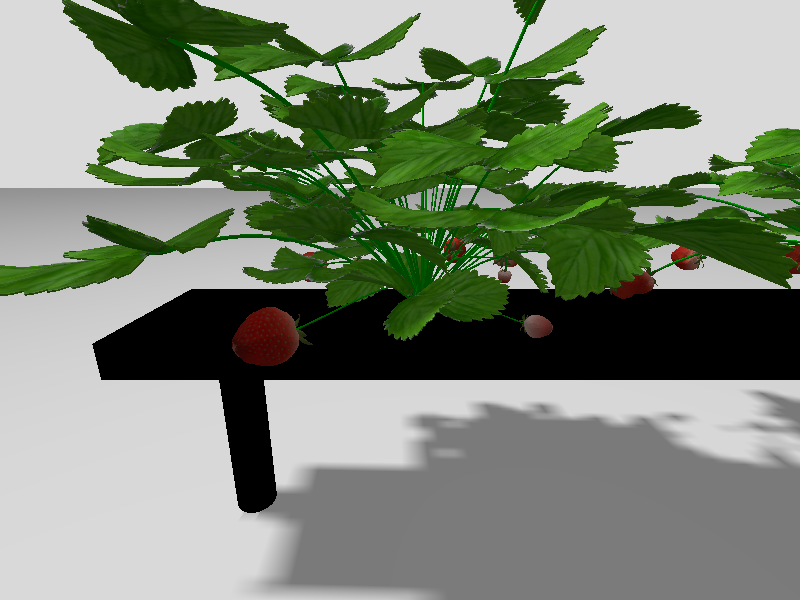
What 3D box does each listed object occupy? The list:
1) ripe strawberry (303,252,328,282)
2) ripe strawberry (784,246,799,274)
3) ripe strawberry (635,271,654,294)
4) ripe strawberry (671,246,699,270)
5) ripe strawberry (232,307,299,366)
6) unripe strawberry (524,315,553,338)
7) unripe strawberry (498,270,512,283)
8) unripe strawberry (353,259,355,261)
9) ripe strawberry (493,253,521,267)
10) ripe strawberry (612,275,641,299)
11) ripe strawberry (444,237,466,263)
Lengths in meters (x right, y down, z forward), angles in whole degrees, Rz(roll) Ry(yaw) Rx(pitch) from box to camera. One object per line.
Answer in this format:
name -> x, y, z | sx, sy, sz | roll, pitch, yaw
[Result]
ripe strawberry -> -0.103, -0.038, 0.457 | 0.035, 0.034, 0.038 | 13, 21, 36
ripe strawberry -> 0.493, -0.051, 0.503 | 0.034, 0.036, 0.037 | 3, 17, 8
ripe strawberry -> 0.239, -0.017, 0.406 | 0.028, 0.027, 0.030 | -32, 9, 18
ripe strawberry -> 0.368, -0.056, 0.515 | 0.030, 0.034, 0.032 | -11, 15, -31
ripe strawberry -> -0.087, 0.025, 0.257 | 0.037, 0.039, 0.040 | 16, 24, 41
unripe strawberry -> 0.104, 0.020, 0.301 | 0.020, 0.017, 0.020 | 15, 23, 37
unripe strawberry -> 0.119, -0.026, 0.454 | 0.015, 0.015, 0.016 | -16, 23, -40
unripe strawberry -> -0.056, -0.050, 0.533 | 0.014, 0.012, 0.012 | -8, -25, -23
ripe strawberry -> 0.143, -0.060, 0.529 | 0.036, 0.031, 0.036 | 12, 21, 34
ripe strawberry -> 0.228, -0.016, 0.401 | 0.032, 0.031, 0.029 | 1, 17, -11
ripe strawberry -> 0.077, -0.070, 0.557 | 0.031, 0.036, 0.034 | 5, 18, 15
